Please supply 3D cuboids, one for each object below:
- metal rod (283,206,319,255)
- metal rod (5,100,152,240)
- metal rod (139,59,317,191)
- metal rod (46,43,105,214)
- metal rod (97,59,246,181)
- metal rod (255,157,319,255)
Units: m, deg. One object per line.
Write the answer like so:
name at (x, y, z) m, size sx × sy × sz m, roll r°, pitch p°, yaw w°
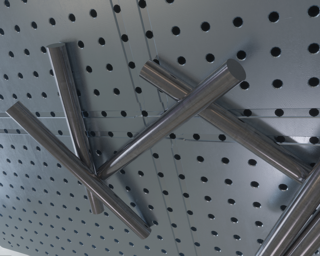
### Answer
metal rod at (0.200, 0.050, 0.310) m, size 0.025 × 0.025 × 0.298 m, roll 27°, pitch 120°, yaw 11°
metal rod at (-0.118, 0.076, 0.491) m, size 0.025 × 0.025 × 0.300 m, roll -27°, pitch 113°, yaw 37°
metal rod at (0.106, 0.012, 0.363) m, size 0.300 × 0.025 × 0.025 m, roll 34°, pitch 129°, yaw 5°
metal rod at (-0.126, 0.018, 0.489) m, size 0.025 × 0.025 × 0.298 m, roll 8°, pitch 122°, yaw 24°
metal rod at (-0.010, 0.009, 0.399) m, size 0.025 × 0.025 × 0.299 m, roll 47°, pitch 136°, yaw -5°
metal rod at (0.173, 0.042, 0.318) m, size 0.025 × 0.025 × 0.298 m, roll 26°, pitch 119°, yaw 12°
